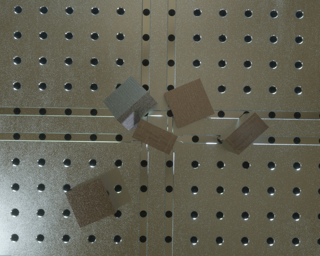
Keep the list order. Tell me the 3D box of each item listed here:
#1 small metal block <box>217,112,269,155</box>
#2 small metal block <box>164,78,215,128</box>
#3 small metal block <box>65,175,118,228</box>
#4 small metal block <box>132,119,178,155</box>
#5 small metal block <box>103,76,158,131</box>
[{"bbox_3d":[0.106,0.007,0.402,0.050,0.050,0.025,-43,90,0],"label":"small metal block"},{"bbox_3d":[0.038,-0.032,0.414,0.050,0.025,0.050,-23,90,0],"label":"small metal block"},{"bbox_3d":[-0.090,0.097,0.413,0.050,0.025,0.050,-23,90,0],"label":"small metal block"},{"bbox_3d":[-0.006,0.010,0.401,0.050,0.050,0.025,25,90,0],"label":"small metal block"},{"bbox_3d":[-0.039,-0.033,0.399,0.050,0.050,0.025,-42,133,0],"label":"small metal block"}]
